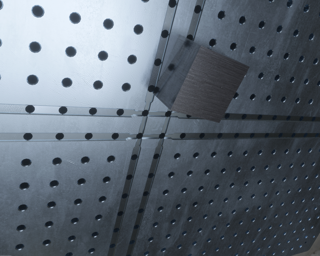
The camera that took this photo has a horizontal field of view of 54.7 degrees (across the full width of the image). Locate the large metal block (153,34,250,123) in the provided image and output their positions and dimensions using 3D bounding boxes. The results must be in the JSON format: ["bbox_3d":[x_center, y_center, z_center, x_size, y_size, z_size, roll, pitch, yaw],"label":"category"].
[{"bbox_3d":[0.050,-0.060,0.387,0.081,0.050,0.079,13,112,-34],"label":"large metal block"}]
